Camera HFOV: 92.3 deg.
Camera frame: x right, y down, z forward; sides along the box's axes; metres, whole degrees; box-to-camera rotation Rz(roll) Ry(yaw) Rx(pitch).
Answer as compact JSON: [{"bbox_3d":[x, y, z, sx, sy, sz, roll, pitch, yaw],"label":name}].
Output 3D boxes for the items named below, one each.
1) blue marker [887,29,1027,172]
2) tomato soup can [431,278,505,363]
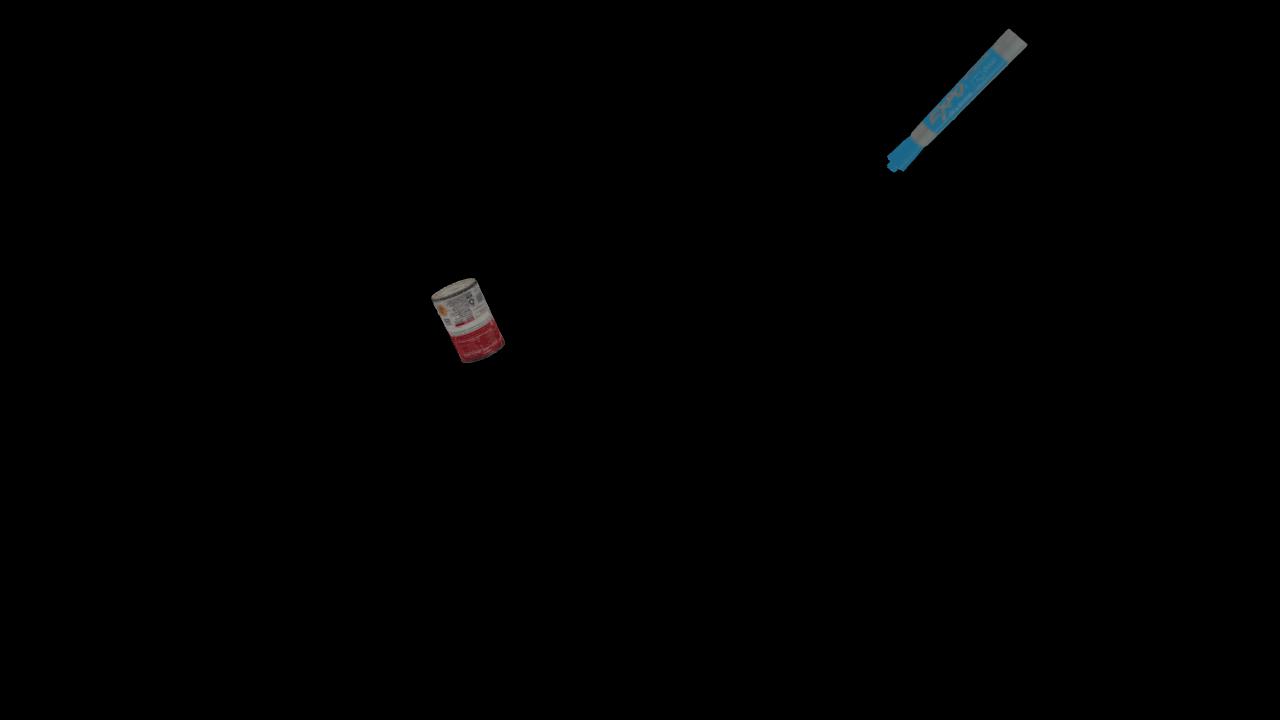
[{"bbox_3d":[0.241,-0.197,0.479,0.020,0.020,0.121,0,-37,-39],"label":"blue marker"},{"bbox_3d":[-0.240,-0.055,0.859,0.068,0.101,0.068,-16,25,8],"label":"tomato soup can"}]
